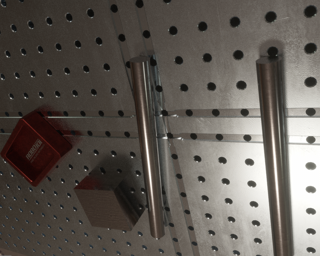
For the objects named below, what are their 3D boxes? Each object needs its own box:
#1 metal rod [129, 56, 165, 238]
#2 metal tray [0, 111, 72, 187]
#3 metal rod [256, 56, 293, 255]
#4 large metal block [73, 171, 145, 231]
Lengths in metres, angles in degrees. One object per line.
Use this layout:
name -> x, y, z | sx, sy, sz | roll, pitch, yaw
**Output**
metal rod -> -0.014, 0.046, 0.445 | 0.025, 0.025, 0.298 | 9, 123, 23
metal tray -> -0.221, 0.041, 0.546 | 0.090, 0.030, 0.129 | 45, 129, -4
metal rod -> 0.142, 0.062, 0.374 | 0.025, 0.025, 0.298 | 0, 119, 28
large metal block -> -0.082, 0.118, 0.509 | 0.080, 0.050, 0.080 | -4, 117, 29
